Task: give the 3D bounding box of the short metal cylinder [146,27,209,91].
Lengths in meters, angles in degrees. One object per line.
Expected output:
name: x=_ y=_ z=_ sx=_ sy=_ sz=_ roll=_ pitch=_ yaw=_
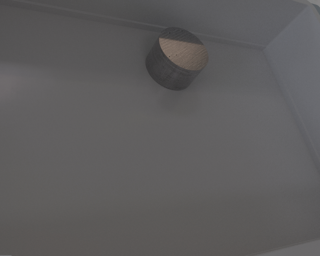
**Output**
short metal cylinder: x=0.025 y=-0.103 z=0.466 sx=0.081 sy=0.050 sz=0.080 roll=13 pitch=56 yaw=-21
